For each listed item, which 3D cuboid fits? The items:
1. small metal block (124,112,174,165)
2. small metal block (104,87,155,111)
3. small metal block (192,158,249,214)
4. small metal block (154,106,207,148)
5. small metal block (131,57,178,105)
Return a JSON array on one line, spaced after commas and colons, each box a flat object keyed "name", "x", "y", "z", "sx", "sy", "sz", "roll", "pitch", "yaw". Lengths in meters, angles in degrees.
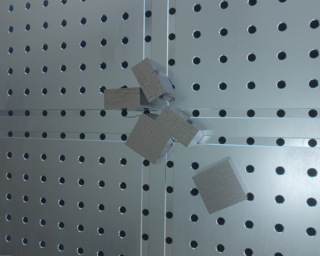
[{"name": "small metal block", "x": -0.011, "y": 0.014, "z": 0.417, "sx": 0.050, "sy": 0.025, "sz": 0.050, "roll": 33, "pitch": 101, "yaw": 17}, {"name": "small metal block", "x": -0.040, "y": -0.038, "z": 0.414, "sx": 0.050, "sy": 0.050, "sz": 0.025, "roll": -1, "pitch": 90, "yaw": 20}, {"name": "small metal block", "x": 0.075, "y": 0.072, "z": 0.386, "sx": 0.050, "sy": 0.025, "sz": 0.050, "roll": -28, "pitch": 81, "yaw": 18}, {"name": "small metal block", "x": 0.028, "y": -0.002, "z": 0.390, "sx": 0.050, "sy": 0.050, "sz": 0.025, "roll": 38, "pitch": 102, "yaw": 16}, {"name": "small metal block", "x": -0.006, "y": -0.059, "z": 0.402, "sx": 0.025, "sy": 0.050, "sz": 0.050, "roll": -31, "pitch": 80, "yaw": 18}]
